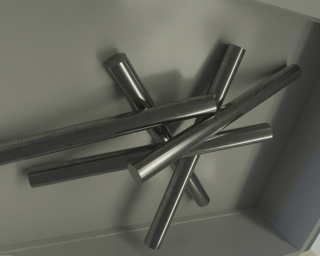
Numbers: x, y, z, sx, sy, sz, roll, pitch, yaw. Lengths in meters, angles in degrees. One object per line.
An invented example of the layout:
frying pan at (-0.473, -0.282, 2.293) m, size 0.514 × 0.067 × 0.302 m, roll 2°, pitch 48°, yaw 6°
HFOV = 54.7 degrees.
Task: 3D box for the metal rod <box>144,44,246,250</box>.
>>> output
metal rod at (0.044, 0.032, 0.425) m, size 0.025 × 0.025 × 0.298 m, roll 16°, pitch 101°, yaw -35°

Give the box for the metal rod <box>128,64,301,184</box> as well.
metal rod at (0.088, -0.018, 0.400) m, size 0.302 × 0.025 × 0.025 m, roll -30°, pitch 130°, yaw -28°

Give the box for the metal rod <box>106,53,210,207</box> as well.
metal rod at (0.012, 0.025, 0.432) m, size 0.025 × 0.025 × 0.299 m, roll -36°, pitch 129°, yaw -5°

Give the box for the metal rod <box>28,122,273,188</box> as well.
metal rod at (-0.004, 0.032, 0.387) m, size 0.302 × 0.025 × 0.025 m, roll -10°, pitch 124°, yaw -9°

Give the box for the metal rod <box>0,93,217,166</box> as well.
metal rod at (-0.079, 0.005, 0.347) m, size 0.302 × 0.025 × 0.025 m, roll -14°, pitch 125°, yaw -13°
